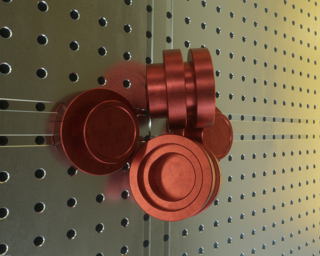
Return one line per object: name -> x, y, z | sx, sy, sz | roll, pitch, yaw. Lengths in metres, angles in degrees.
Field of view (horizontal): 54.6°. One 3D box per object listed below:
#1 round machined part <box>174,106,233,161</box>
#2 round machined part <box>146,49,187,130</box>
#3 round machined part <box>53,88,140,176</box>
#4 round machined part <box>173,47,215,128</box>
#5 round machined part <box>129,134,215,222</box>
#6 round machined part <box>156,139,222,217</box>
round machined part -> 0.070, 0.012, 0.456 | 0.099, 0.042, 0.097 | 0, 90, -40
round machined part -> 0.006, -0.046, 0.381 | 0.042, 0.098, 0.097 | -4, 94, 0
round machined part -> -0.062, 0.004, 0.344 | 0.099, 0.042, 0.097 | 0, 90, -40
round machined part -> 0.038, -0.048, 0.384 | 0.042, 0.098, 0.097 | -4, 94, 0
round machined part -> 0.017, 0.058, 0.369 | 0.042, 0.098, 0.098 | 25, 71, -71
round machined part -> 0.030, 0.063, 0.398 | 0.042, 0.098, 0.098 | 27, 70, -70
